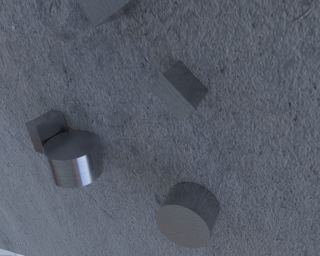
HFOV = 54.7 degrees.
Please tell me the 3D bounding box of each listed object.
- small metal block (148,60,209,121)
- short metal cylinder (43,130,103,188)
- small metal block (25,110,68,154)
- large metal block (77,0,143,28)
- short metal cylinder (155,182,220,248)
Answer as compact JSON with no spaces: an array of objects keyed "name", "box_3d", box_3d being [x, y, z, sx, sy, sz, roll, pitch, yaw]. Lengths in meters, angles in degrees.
[{"name":"small metal block","box_3d":[0.023,-0.044,0.352,0.050,0.050,0.025,46,129,-4]},{"name":"short metal cylinder","box_3d":[-0.129,0.045,0.467,0.080,0.080,0.050,11,123,22]},{"name":"small metal block","box_3d":[-0.174,0.006,0.484,0.025,0.050,0.050,11,124,32]},{"name":"large metal block","box_3d":[-0.050,-0.163,0.316,0.080,0.050,0.080,-21,107,36]},{"name":"short metal cylinder","box_3d":[0.041,0.125,0.447,0.080,0.050,0.079,13,124,21]}]
